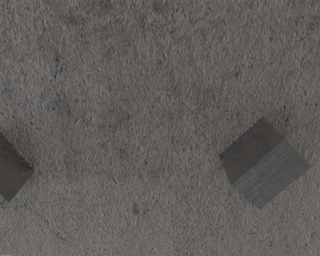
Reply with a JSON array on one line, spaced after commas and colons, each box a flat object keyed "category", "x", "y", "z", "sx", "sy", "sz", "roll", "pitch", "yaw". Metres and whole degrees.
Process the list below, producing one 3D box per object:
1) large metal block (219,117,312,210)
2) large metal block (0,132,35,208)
[{"category": "large metal block", "x": 0.129, "y": 0.042, "z": 0.397, "sx": 0.050, "sy": 0.080, "sz": 0.080, "roll": 41, "pitch": 105, "yaw": -14}, {"category": "large metal block", "x": -0.222, "y": 0.056, "z": 0.399, "sx": 0.050, "sy": 0.080, "sz": 0.080, "roll": -30, "pitch": 108, "yaw": 10}]
